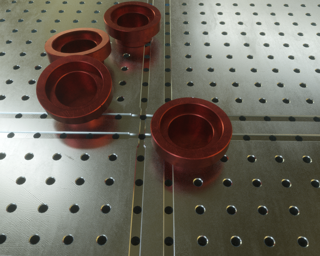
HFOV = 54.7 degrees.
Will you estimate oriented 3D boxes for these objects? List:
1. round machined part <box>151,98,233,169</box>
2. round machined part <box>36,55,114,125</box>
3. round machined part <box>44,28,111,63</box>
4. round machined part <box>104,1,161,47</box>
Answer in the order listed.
[{"bbox_3d":[0.038,0.010,0.388,0.099,0.042,0.098,0,50,0],"label":"round machined part"},{"bbox_3d":[-0.113,-0.048,0.425,0.099,0.042,0.098,1,66,-1],"label":"round machined part"},{"bbox_3d":[-0.125,-0.117,0.488,0.099,0.042,0.098,-2,42,2],"label":"round machined part"},{"bbox_3d":[-0.047,-0.180,0.547,0.099,0.042,0.098,0,50,0],"label":"round machined part"}]
